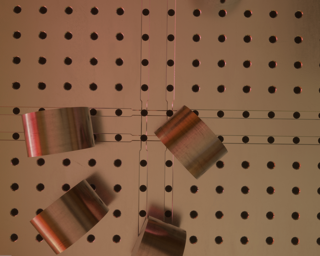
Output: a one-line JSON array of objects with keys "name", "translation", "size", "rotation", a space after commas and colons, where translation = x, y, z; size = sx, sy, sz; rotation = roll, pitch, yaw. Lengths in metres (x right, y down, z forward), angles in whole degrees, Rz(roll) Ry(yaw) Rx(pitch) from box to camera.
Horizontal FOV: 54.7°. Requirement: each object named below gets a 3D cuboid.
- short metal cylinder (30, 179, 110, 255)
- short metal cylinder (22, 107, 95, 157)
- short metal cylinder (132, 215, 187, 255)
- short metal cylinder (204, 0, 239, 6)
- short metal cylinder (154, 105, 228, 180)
[{"name": "short metal cylinder", "translation": [-0.111, 0.108, 0.385], "size": [0.080, 0.080, 0.050], "rotation": [-38, 90, 0]}, {"name": "short metal cylinder", "translation": [-0.125, 0.005, 0.385], "size": [0.080, 0.080, 0.050], "rotation": [-8, 90, 0]}, {"name": "short metal cylinder", "translation": [-0.006, 0.157, 0.386], "size": [0.050, 0.080, 0.080], "rotation": [22, 90, 0]}, {"name": "short metal cylinder", "translation": [0.085, -0.207, 0.401], "size": [0.081, 0.050, 0.079], "rotation": [0, 90, 0]}, {"name": "short metal cylinder", "translation": [0.038, 0.018, 0.386], "size": [0.050, 0.080, 0.080], "rotation": [-42, 90, 0]}]
